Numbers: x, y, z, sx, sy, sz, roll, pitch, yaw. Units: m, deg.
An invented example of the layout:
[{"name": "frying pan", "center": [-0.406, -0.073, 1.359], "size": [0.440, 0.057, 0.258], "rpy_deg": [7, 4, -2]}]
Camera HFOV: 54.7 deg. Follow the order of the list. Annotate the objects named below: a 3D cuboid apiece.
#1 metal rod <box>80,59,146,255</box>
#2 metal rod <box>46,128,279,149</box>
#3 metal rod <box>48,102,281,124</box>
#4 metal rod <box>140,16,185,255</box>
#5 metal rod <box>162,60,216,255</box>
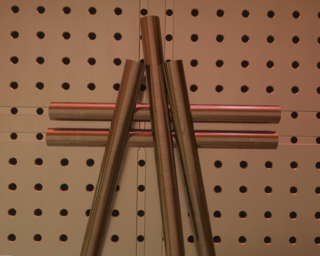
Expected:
[{"name": "metal rod", "center": [-0.066, 0.063, 0.394], "size": [0.025, 0.025, 0.298], "rpy_deg": [14, 97, -1]}, {"name": "metal rod", "center": [0.003, 0.014, 0.414], "size": [0.302, 0.025, 0.025], "rpy_deg": [1, 90, -1]}, {"name": "metal rod", "center": [0.007, -0.020, 0.414], "size": [0.302, 0.025, 0.025], "rpy_deg": [1, 90, -1]}, {"name": "metal rod", "center": [0.003, 0.012, 0.389], "size": [0.025, 0.025, 0.298], "rpy_deg": [-6, 90, 0]}, {"name": "metal rod", "center": [0.042, 0.065, 0.395], "size": [0.025, 0.025, 0.298], "rpy_deg": [-11, 97, 0]}]
